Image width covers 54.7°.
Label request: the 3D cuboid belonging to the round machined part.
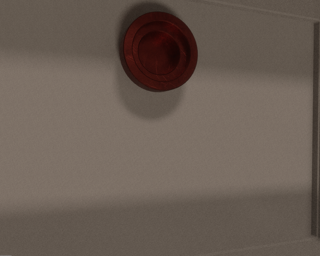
[{"bbox_3d":[-0.004,-0.095,0.401,0.099,0.042,0.097,0,90,-21],"label":"round machined part"}]
